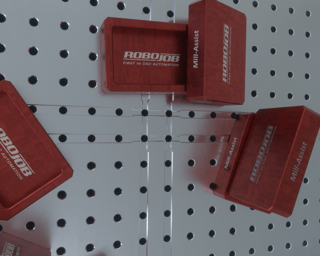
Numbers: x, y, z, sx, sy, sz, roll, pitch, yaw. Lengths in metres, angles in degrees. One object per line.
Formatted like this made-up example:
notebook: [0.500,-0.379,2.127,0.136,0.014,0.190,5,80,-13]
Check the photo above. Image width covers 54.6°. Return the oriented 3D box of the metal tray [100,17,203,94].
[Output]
metal tray: [-0.009,-0.091,0.406,0.131,0.030,0.090,-2,91,-20]

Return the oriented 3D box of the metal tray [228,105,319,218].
metal tray: [0.144,0.038,0.398,0.030,0.090,0.130,24,82,-18]

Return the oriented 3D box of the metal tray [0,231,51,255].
metal tray: [-0.154,0.141,0.300,0.090,0.130,0.030,30,81,-18]

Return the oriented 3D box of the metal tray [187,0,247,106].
metal tray: [0.079,-0.098,0.421,0.091,0.030,0.129,2,90,-42]

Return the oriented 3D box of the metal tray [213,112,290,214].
metal tray: [0.142,0.052,0.462,0.090,0.030,0.130,22,83,-19]

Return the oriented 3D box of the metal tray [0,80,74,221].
metal tray: [-0.171,0.024,0.346,0.090,0.030,0.130,-35,101,-17]
